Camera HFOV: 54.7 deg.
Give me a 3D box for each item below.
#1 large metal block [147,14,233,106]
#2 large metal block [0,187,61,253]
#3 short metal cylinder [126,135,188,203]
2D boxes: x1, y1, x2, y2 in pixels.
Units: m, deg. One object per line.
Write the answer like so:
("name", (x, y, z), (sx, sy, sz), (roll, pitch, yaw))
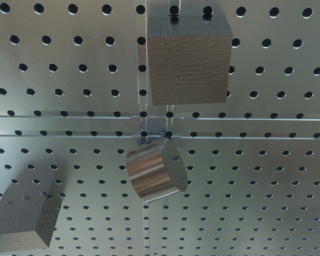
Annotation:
("large metal block", (0.030, -0.072, 0.334), (0.080, 0.050, 0.080), (-2, 130, 2))
("large metal block", (-0.216, 0.147, 0.498), (0.080, 0.080, 0.050), (-8, 130, 6))
("short metal cylinder", (-0.003, 0.056, 0.423), (0.050, 0.080, 0.080), (-24, 126, 19))
